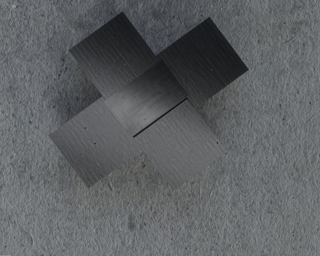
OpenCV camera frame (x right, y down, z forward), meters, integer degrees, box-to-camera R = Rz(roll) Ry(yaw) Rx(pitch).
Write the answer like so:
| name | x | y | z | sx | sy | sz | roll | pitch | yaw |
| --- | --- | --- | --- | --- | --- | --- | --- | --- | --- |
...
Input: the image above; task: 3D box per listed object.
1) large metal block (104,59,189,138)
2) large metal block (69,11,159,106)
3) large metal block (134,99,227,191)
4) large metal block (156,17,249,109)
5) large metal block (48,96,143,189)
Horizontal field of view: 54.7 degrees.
| name | x | y | z | sx | sy | sz | roll | pitch | yaw |
| --- | --- | --- | --- | --- | --- | --- | --- | --- | --- |
| large metal block | -0.015 | -0.033 | 0.383 | 0.080 | 0.080 | 0.050 | -36 | 90 | 0 |
| large metal block | -0.054 | -0.085 | 0.397 | 0.080 | 0.050 | 0.080 | -36 | 90 | 0 |
| large metal block | 0.025 | 0.020 | 0.398 | 0.080 | 0.050 | 0.080 | -36 | 90 | 0 |
| large metal block | 0.051 | -0.079 | 0.398 | 0.080 | 0.050 | 0.080 | -36 | 90 | 0 |
| large metal block | -0.078 | 0.017 | 0.397 | 0.080 | 0.050 | 0.080 | -36 | 90 | 0 |
